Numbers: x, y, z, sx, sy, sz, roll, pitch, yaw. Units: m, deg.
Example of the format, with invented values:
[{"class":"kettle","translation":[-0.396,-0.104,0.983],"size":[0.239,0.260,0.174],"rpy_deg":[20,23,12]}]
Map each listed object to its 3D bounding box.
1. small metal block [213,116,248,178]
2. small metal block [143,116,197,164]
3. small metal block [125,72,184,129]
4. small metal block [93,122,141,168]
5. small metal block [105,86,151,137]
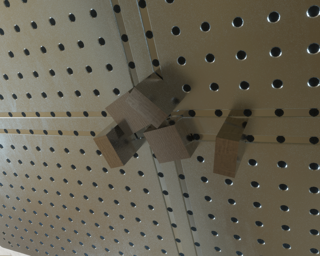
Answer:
[{"class":"small metal block","translation":[0.083,0.022,0.365],"size":[0.025,0.050,0.050],"rpy_deg":[12,124,22]},{"class":"small metal block","translation":[0.014,0.017,0.415],"size":[0.050,0.025,0.050],"rpy_deg":[-15,111,34]},{"class":"small metal block","translation":[-0.006,-0.035,0.377],"size":[0.050,0.050,0.025],"rpy_deg":[41,129,0]},{"class":"small metal block","translation":[-0.059,0.021,0.440],"size":[0.025,0.050,0.050],"rpy_deg":[-16,110,34]},{"class":"small metal block","translation":[-0.037,-0.023,0.417],"size":[0.050,0.025,0.050],"rpy_deg":[-29,102,37]}]
